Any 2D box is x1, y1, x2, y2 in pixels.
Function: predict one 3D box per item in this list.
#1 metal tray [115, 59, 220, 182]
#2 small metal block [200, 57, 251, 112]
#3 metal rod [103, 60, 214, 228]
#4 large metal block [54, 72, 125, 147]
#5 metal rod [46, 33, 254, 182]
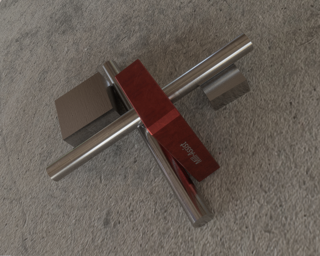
[{"bbox_3d":[0.011,-0.004,0.332,0.030,0.130,0.090,-37,51,4],"label":"metal tray"},{"bbox_3d":[0.079,-0.057,0.398,0.050,0.025,0.050,-31,52,8],"label":"small metal block"},{"bbox_3d":[-0.018,-0.002,0.415,0.025,0.025,0.300,-36,51,4],"label":"metal rod"},{"bbox_3d":[-0.099,-0.022,0.451,0.080,0.050,0.080,-32,52,7],"label":"large metal block"},{"bbox_3d":[-0.017,-0.023,0.394,0.300,0.025,0.025,-34,52,5],"label":"metal rod"}]
